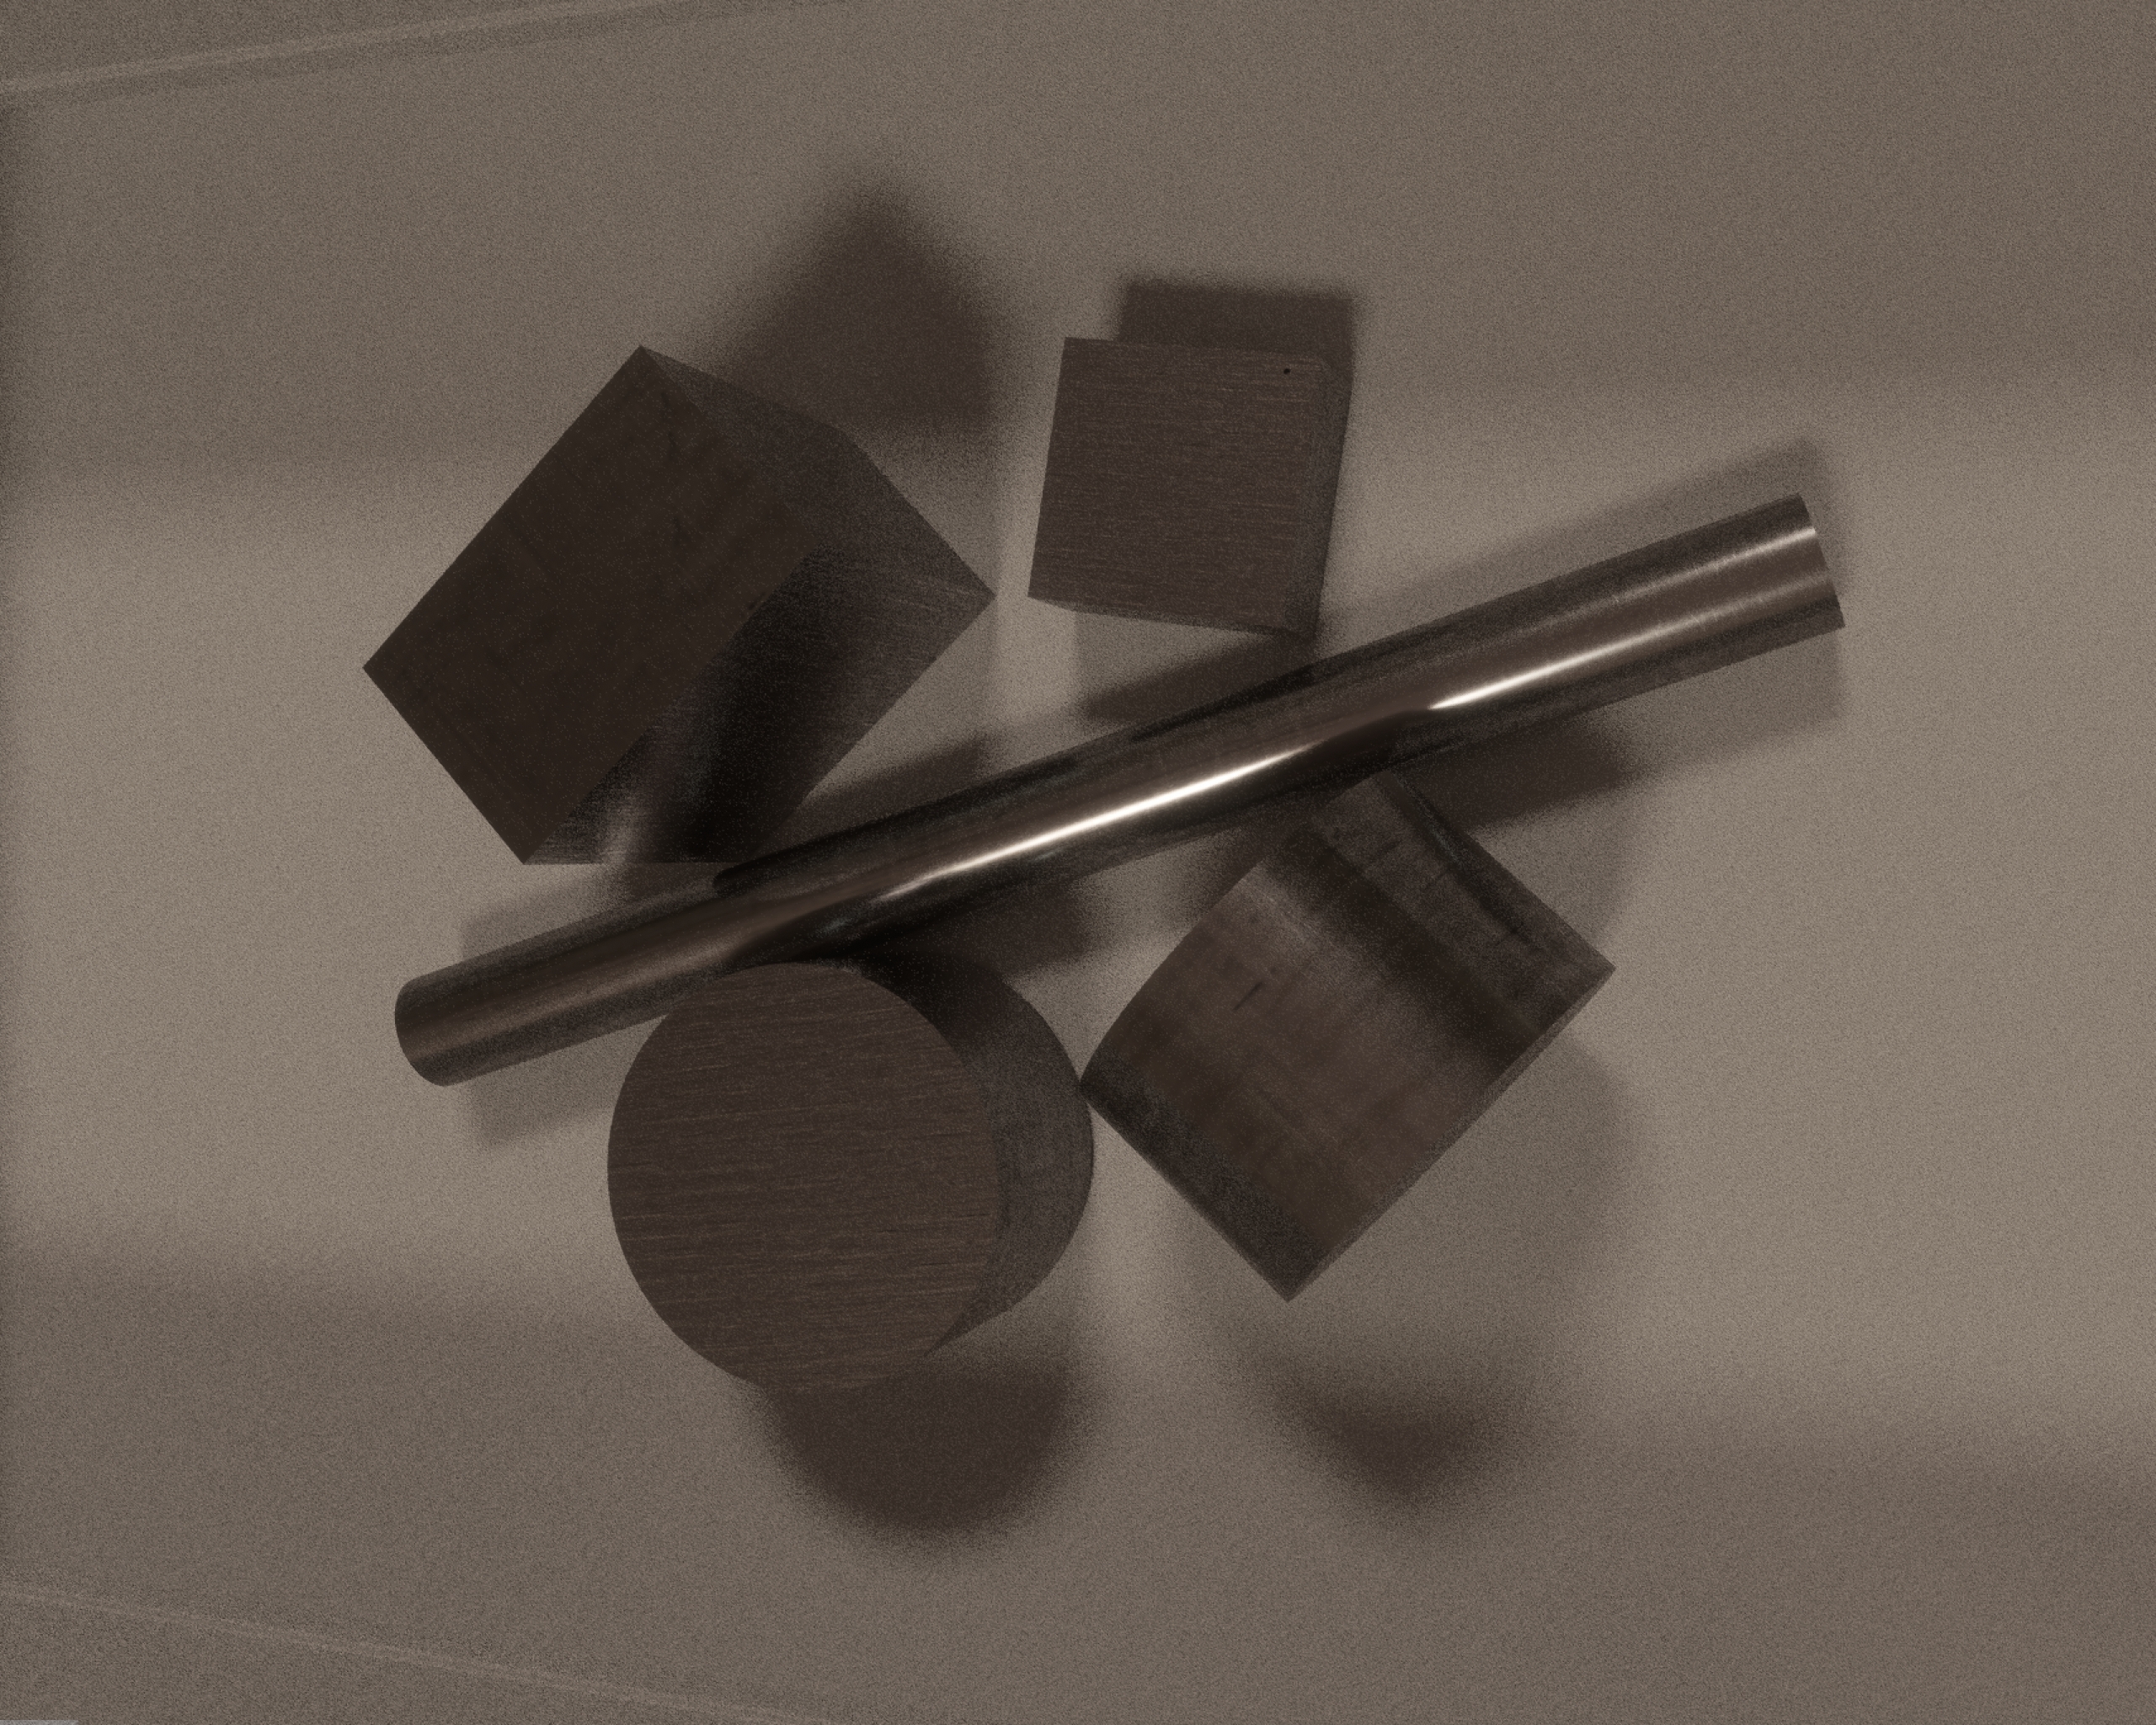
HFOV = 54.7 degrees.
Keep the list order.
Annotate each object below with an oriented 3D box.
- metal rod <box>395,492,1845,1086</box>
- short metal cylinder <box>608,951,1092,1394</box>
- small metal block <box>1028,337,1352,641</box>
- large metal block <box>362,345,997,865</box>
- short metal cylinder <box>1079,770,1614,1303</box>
[{"bbox_3d":[-0.006,-0.008,0.410,0.301,0.025,0.025,-18,84,18],"label":"metal rod"},{"bbox_3d":[-0.044,0.058,0.409,0.080,0.050,0.079,0,90,19],"label":"short metal cylinder"},{"bbox_3d":[0.022,-0.071,0.400,0.050,0.025,0.050,9,93,19],"label":"small metal block"},{"bbox_3d":[-0.074,-0.045,0.405,0.080,0.080,0.050,-45,76,14],"label":"large metal block"},{"bbox_3d":[0.047,0.030,0.363,0.050,0.080,0.080,44,104,14],"label":"short metal cylinder"}]
